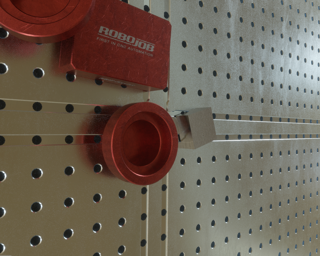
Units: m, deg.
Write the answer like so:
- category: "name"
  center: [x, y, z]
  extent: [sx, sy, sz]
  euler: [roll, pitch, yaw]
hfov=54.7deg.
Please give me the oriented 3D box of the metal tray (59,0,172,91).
- category: "metal tray"
  center: [-0.047, -0.099, 0.368]
  extent: [0.131, 0.030, 0.089]
  euler: [7, 86, -40]

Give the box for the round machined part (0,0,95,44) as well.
- category: "round machined part"
  center: [-0.110, -0.127, 0.289]
  extent: [0.099, 0.042, 0.097]
  euler: [1, 87, -11]

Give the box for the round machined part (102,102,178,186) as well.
- category: "round machined part"
  center: [-0.028, 0.018, 0.377]
  extent: [0.099, 0.042, 0.097]
  euler: [0, 90, -40]

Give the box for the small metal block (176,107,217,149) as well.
- category: "small metal block"
  center: [0.054, -0.001, 0.457]
  extent: [0.050, 0.025, 0.050]
  euler: [-20, 103, -38]
